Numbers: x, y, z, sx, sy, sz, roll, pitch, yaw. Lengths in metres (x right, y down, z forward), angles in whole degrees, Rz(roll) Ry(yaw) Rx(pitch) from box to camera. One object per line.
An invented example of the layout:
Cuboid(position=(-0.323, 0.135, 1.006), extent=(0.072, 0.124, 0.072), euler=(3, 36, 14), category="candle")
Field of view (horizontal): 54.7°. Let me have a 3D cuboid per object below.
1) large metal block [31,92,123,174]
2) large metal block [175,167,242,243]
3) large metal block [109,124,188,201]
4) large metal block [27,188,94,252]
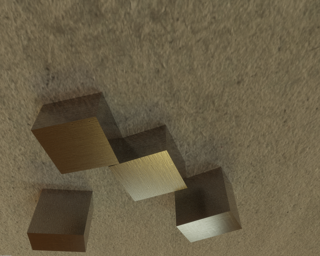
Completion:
Cuboid(position=(-0.101, 0.008, 0.396), extent=(0.080, 0.050, 0.080), euler=(-11, 130, 9), category="large metal block")
Cuboid(position=(0.070, 0.116, 0.471), extent=(0.080, 0.080, 0.050), euler=(-22, 127, 17), category="large metal block")
Cuboid(position=(-0.014, 0.051, 0.434), extent=(0.080, 0.050, 0.080), euler=(-17, 128, 14), category="large metal block")
Cuboid(position=(-0.153, 0.146, 0.493), extent=(0.081, 0.080, 0.050), euler=(4, 130, -4), category="large metal block")
